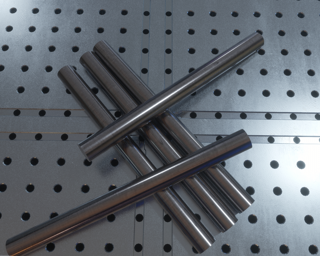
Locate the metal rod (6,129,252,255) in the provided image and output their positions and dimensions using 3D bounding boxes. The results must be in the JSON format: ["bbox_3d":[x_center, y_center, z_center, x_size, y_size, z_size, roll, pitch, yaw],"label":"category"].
[{"bbox_3d":[-0.035,0.076,0.361,0.301,0.025,0.025,-25,72,-1],"label":"metal rod"}]

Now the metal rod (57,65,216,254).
[{"bbox_3d":[-0.039,0.030,0.400,0.025,0.025,0.300,-37,75,-13],"label":"metal rod"}]

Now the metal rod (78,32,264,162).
[{"bbox_3d":[0.029,-0.051,0.409,0.302,0.025,0.025,-34,74,-20],"label":"metal rod"}]

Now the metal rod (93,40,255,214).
[{"bbox_3d":[0.009,-0.011,0.416,0.025,0.025,0.300,-39,75,-13],"label":"metal rod"}]

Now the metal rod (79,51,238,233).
[{"bbox_3d":[-0.011,0.008,0.408,0.025,0.025,0.300,-37,75,-13],"label":"metal rod"}]
